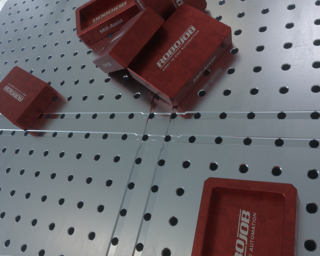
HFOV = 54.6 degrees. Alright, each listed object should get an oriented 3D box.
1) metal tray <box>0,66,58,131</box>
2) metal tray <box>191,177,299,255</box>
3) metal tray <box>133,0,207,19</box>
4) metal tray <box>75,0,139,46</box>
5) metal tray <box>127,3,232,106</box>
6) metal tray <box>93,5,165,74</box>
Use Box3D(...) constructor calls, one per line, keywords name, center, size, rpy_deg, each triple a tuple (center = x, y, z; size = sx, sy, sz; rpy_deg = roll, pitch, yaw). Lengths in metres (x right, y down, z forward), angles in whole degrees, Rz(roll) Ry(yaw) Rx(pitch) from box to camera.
Box3D(name="metal tray", center=(-0.261, -0.059, 0.580), size=(0.130, 0.030, 0.090), rpy_deg=(28, 77, 37))
Box3D(name="metal tray", center=(0.079, 0.116, 0.292), size=(0.090, 0.030, 0.130), rpy_deg=(0, 62, 28))
Box3D(name="metal tray", center=(0.009, -0.203, 0.460), size=(0.090, 0.130, 0.030), rpy_deg=(-50, 45, -7))
Box3D(name="metal tray", center=(-0.098, -0.222, 0.594), size=(0.130, 0.030, 0.090), rpy_deg=(-24, 53, 13))
Box3D(name="metal tray", center=(0.028, -0.106, 0.441), size=(0.090, 0.030, 0.130), rpy_deg=(38, 83, 23))
Box3D(name="metal tray", center=(-0.053, -0.130, 0.473), size=(0.090, 0.030, 0.130), rpy_deg=(-52, 21, -9))
